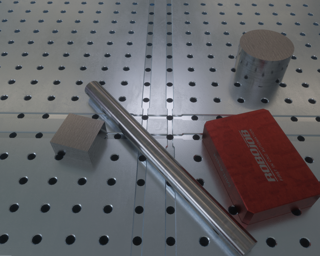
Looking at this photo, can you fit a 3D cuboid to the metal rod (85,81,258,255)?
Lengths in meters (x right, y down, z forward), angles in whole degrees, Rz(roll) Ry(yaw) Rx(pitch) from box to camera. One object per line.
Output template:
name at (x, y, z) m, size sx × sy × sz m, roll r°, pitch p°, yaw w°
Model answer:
metal rod at (-0.006, 0.031, 0.381) m, size 0.025 × 0.025 × 0.300 m, roll -32°, pitch 57°, yaw -24°

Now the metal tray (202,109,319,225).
metal tray at (0.116, 0.040, 0.372) m, size 0.091 × 0.030 × 0.130 m, roll -12°, pitch 51°, yaw -11°

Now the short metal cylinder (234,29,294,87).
short metal cylinder at (0.161, -0.110, 0.485) m, size 0.081 × 0.050 × 0.080 m, roll 0°, pitch 50°, yaw 0°

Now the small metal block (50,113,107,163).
small metal block at (-0.103, 0.012, 0.397) m, size 0.050 × 0.025 × 0.050 m, roll 13°, pitch 51°, yaw 11°
